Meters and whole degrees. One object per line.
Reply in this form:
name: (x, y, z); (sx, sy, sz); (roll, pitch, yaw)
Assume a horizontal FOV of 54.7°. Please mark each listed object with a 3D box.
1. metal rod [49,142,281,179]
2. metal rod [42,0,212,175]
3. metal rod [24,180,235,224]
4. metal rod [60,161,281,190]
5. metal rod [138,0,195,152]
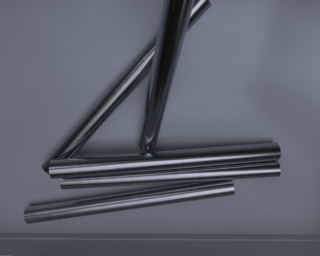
metal rod: (0.010, 0.043, 0.413); (0.302, 0.025, 0.025); (-4, 110, -5)
metal rod: (-0.051, -0.047, 0.393); (0.025, 0.025, 0.299); (41, 105, -14)
metal rod: (-0.045, 0.106, 0.449); (0.302, 0.025, 0.025); (-9, 110, 2)
metal rod: (0.014, 0.065, 0.435); (0.302, 0.025, 0.025); (-3, 110, 0)
metal rod: (0.006, -0.069, 0.307); (0.025, 0.025, 0.298); (10, 141, -4)
